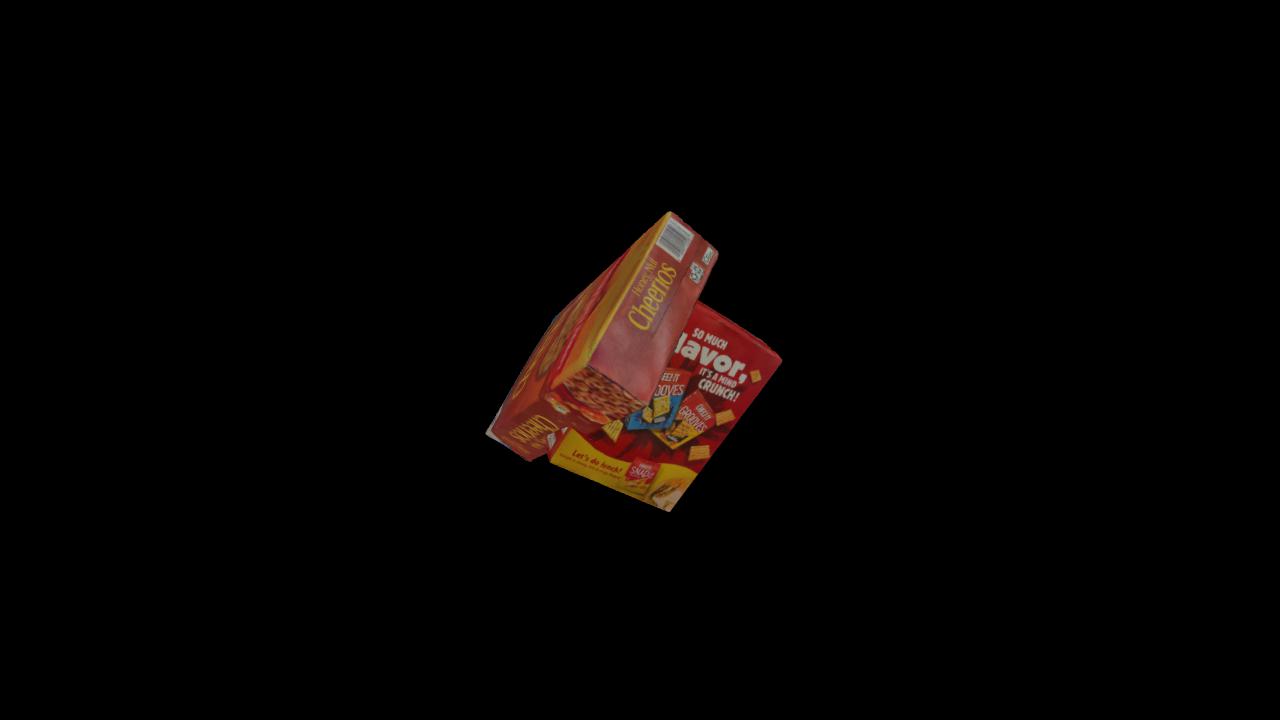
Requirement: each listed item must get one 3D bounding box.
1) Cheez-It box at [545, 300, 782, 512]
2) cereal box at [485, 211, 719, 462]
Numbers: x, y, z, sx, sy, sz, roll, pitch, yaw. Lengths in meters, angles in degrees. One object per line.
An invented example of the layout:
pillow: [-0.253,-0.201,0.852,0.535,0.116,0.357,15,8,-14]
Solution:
Cheez-It box: [0.022,0.041,0.673,0.166,0.223,0.071,28,13,-25]
cereal box: [-0.056,-0.010,0.693,0.081,0.203,0.306,36,-31,-16]
